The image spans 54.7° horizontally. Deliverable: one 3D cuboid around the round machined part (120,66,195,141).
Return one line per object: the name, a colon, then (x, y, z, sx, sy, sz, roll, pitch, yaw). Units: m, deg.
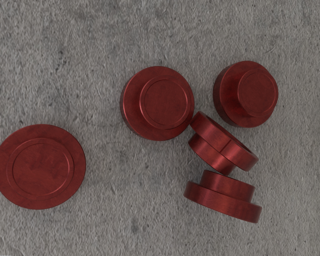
round machined part: (0.001, -0.032, 0.400, 0.099, 0.042, 0.097, 0, 90, -20)

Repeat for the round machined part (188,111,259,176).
round machined part: (0.075, 0.024, 0.402, 0.098, 0.098, 0.042, 36, 101, -17)

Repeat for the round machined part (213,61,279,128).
round machined part: (0.130, -0.049, 0.448, 0.099, 0.042, 0.097, 0, 90, -20)

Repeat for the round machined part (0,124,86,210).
round machined part: (-0.134, 0.044, 0.351, 0.099, 0.042, 0.097, 0, 90, -20)

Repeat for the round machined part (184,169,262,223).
round machined part: (0.083, 0.084, 0.401, 0.099, 0.098, 0.042, 22, 83, -19)
